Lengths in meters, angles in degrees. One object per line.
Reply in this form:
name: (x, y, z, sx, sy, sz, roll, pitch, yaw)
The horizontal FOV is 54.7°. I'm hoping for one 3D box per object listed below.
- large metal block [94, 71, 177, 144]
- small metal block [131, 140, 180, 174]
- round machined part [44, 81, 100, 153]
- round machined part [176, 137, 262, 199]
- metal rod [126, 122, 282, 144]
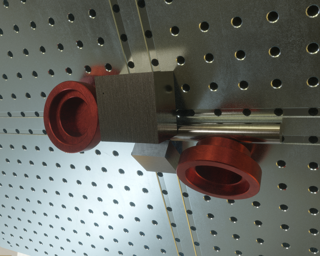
large metal block: (-0.028, -0.026, 0.379, 0.080, 0.050, 0.079, 1, 101, 27)
small metal block: (-0.003, 0.039, 0.425, 0.050, 0.025, 0.050, 1, 148, 28)
round machined part: (-0.112, -0.015, 0.433, 0.098, 0.042, 0.097, 1, 93, 28)
round machined part: (0.072, 0.046, 0.375, 0.098, 0.042, 0.098, 14, 148, 9)
metal rod: (0.002, 0.004, 0.414, 0.300, 0.025, 0.025, 1, 119, 27)
